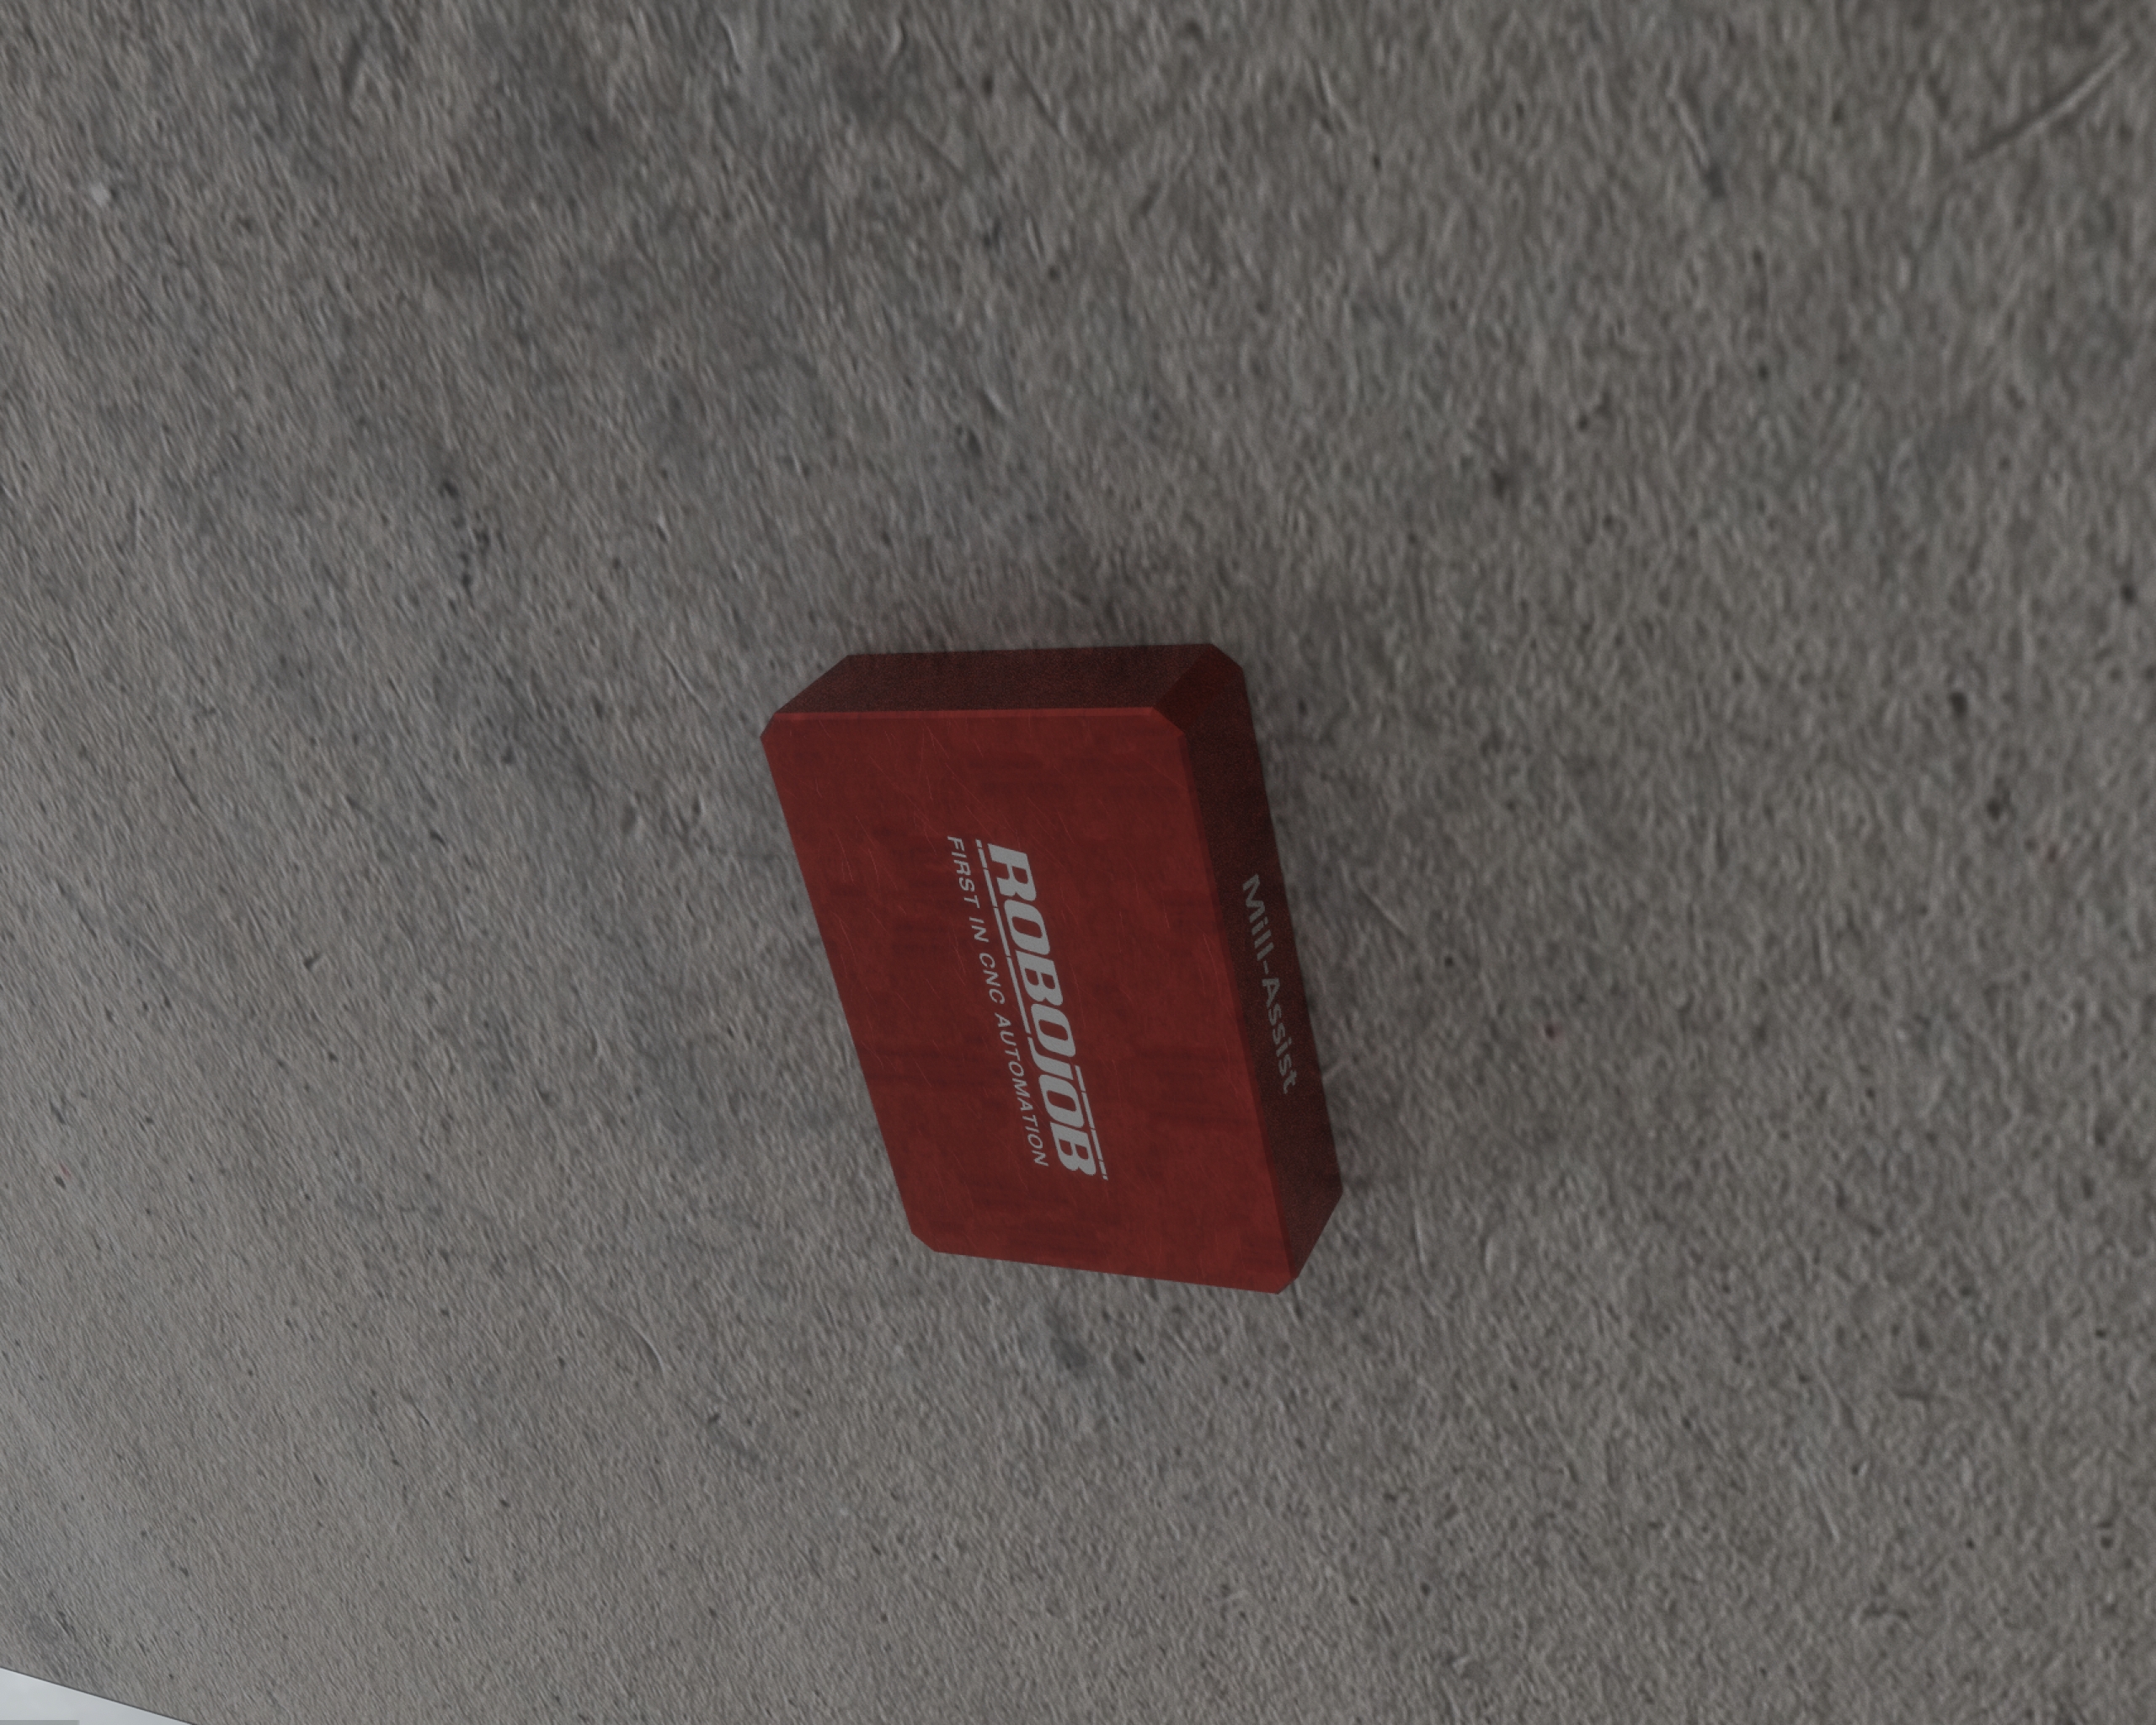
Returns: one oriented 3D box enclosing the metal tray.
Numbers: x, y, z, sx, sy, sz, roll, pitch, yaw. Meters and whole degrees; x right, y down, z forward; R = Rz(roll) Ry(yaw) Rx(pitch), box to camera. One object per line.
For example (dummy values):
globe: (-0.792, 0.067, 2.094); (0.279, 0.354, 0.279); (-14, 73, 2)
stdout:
metal tray: (-0.003, 0.022, 0.420); (0.090, 0.030, 0.129); (1, 119, 27)
